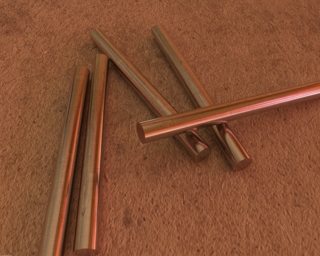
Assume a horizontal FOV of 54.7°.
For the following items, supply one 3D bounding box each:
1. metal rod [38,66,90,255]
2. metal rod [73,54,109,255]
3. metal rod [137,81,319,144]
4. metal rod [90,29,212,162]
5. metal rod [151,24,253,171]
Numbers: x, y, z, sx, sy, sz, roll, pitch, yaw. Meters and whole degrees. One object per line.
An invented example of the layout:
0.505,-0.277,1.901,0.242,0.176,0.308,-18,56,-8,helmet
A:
-0.111,0.030,0.377,0.025,0.025,0.300,-2,50,-2,metal rod
-0.082,0.007,0.396,0.025,0.025,0.300,-3,50,-3,metal rod
0.115,-0.028,0.400,0.302,0.025,0.025,-14,51,-22,metal rod
-0.028,-0.064,0.456,0.025,0.025,0.300,-26,55,-20,metal rod
0.047,-0.064,0.457,0.025,0.025,0.300,-15,52,-13,metal rod
